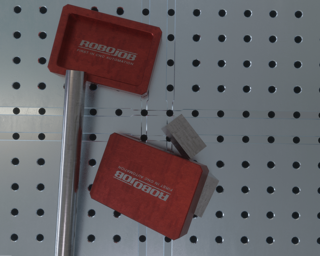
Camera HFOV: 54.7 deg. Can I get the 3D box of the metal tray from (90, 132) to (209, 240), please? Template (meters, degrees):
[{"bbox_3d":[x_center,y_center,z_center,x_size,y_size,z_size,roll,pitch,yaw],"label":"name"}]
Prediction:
[{"bbox_3d":[-0.016,0.068,0.385,0.130,0.030,0.090,19,90,24],"label":"metal tray"}]

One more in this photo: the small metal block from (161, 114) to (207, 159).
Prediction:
[{"bbox_3d":[0.029,0.012,0.400,0.025,0.050,0.050,-38,90,-7],"label":"small metal block"}]

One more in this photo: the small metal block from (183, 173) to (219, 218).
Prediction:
[{"bbox_3d":[0.050,0.081,0.401,0.025,0.050,0.050,26,90,0],"label":"small metal block"}]

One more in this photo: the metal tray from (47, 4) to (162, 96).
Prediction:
[{"bbox_3d":[-0.070,-0.100,0.409,0.131,0.030,0.090,14,90,0],"label":"metal tray"}]

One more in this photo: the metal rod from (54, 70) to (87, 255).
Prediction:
[{"bbox_3d":[-0.117,0.077,0.396,0.025,0.025,0.298,6,96,0],"label":"metal rod"}]
